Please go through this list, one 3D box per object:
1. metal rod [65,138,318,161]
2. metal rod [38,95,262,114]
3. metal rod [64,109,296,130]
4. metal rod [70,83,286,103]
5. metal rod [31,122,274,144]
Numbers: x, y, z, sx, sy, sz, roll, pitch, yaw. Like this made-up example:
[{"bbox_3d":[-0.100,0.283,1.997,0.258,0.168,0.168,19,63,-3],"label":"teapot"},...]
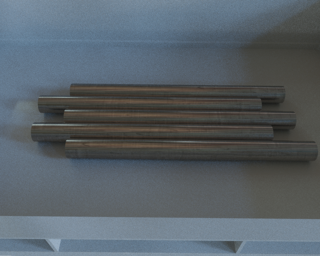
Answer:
[{"bbox_3d":[0.038,0.027,0.381,0.302,0.025,0.025,1,50,0],"label":"metal rod"},{"bbox_3d":[-0.013,-0.031,0.429,0.302,0.025,0.025,1,50,0],"label":"metal rod"},{"bbox_3d":[0.026,-0.012,0.414,0.302,0.025,0.025,1,50,0],"label":"metal rod"},{"bbox_3d":[0.025,-0.050,0.445,0.302,0.025,0.025,1,50,0],"label":"metal rod"},{"bbox_3d":[-0.009,0.007,0.397,0.302,0.025,0.025,1,50,0],"label":"metal rod"}]
